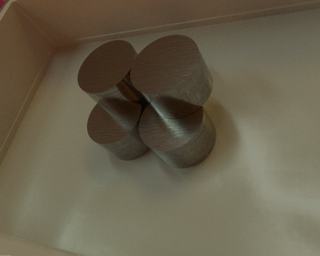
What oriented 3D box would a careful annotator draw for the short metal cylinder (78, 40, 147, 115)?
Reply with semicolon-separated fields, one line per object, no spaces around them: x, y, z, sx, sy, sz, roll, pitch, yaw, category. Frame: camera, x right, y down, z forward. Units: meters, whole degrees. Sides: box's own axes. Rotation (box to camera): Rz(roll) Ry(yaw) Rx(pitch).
-0.055;-0.063;0.391;0.080;0.050;0.080;-13;56;21;short metal cylinder

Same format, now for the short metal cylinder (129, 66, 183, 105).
0.006;-0.062;0.423;0.080;0.050;0.080;-13;56;21;short metal cylinder

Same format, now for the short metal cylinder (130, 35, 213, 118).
0.014;-0.058;0.350;0.080;0.050;0.080;-13;56;21;short metal cylinder

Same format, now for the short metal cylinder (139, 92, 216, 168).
0.022;0.002;0.375;0.080;0.050;0.080;-13;56;21;short metal cylinder

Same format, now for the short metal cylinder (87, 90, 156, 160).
-0.049;-0.004;0.416;0.080;0.050;0.080;-13;56;21;short metal cylinder
